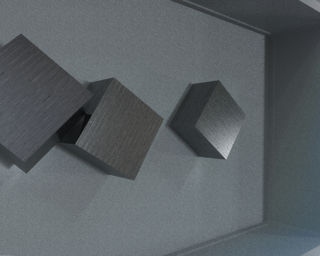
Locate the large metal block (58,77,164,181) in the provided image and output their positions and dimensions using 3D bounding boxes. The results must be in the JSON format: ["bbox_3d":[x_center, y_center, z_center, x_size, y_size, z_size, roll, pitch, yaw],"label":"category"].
[{"bbox_3d":[-0.054,0.002,0.347,0.080,0.050,0.080,39,66,-34],"label":"large metal block"}]

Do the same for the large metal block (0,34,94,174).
[{"bbox_3d":[-0.119,-0.020,0.272,0.080,0.050,0.080,41,62,-4],"label":"large metal block"}]

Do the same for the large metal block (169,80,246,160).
[{"bbox_3d":[0.072,-0.011,0.453,0.080,0.050,0.080,45,63,-31],"label":"large metal block"}]
